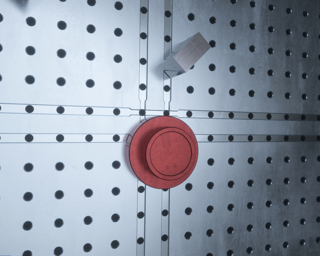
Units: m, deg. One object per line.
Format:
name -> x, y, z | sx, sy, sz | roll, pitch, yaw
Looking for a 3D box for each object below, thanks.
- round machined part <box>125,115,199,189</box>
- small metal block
round machined part -> 0.007, 0.032, 0.407 | 0.099, 0.042, 0.097 | 0, 90, -21
small metal block -> 0.032, -0.096, 0.412 | 0.050, 0.050, 0.025 | -46, 105, -14
